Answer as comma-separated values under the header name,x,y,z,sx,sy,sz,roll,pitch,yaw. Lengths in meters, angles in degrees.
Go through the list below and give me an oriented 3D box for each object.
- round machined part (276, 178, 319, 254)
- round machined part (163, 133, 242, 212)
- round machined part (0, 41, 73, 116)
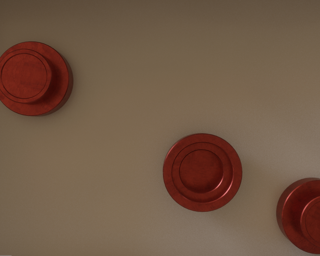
name,x,y,z,sx,sy,sz,roll,pitch,yaw
round machined part,0.209,0.117,0.404,0.099,0.042,0.097,0,90,0
round machined part,0.053,0.055,0.403,0.099,0.042,0.097,0,90,0
round machined part,-0.167,-0.064,0.401,0.099,0.042,0.097,0,90,0
